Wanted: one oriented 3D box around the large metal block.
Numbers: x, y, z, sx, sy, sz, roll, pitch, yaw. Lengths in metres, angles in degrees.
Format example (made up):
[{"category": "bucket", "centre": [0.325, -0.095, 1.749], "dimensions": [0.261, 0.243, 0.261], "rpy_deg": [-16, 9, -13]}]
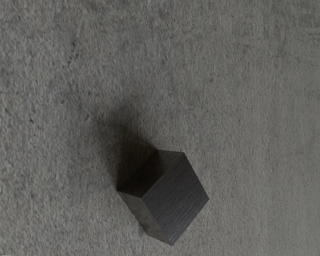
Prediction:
[{"category": "large metal block", "centre": [0.006, 0.085, 0.393], "dimensions": [0.080, 0.050, 0.080], "rpy_deg": [-43, 116, -31]}]
